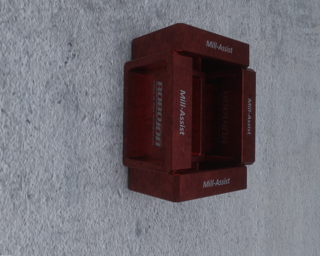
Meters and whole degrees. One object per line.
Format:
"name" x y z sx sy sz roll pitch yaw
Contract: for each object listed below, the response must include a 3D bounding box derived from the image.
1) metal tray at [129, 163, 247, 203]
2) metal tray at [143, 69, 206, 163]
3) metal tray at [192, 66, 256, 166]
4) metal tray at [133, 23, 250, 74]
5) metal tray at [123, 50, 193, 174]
"metal tray" 0.038 0.064 0.397 0.131 0.090 0.030 1 90 -40
"metal tray" 0.021 -0.017 0.423 0.091 0.030 0.129 1 89 -40
"metal tray" 0.088 -0.015 0.439 0.030 0.090 0.129 1 89 -40
"metal tray" 0.042 -0.096 0.400 0.131 0.090 0.030 1 90 -40
"metal tray" -0.005 -0.017 0.360 0.030 0.090 0.129 1 89 -40
